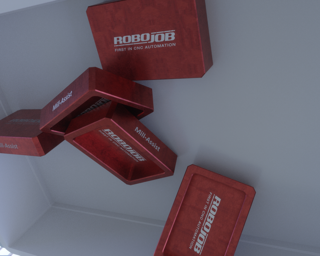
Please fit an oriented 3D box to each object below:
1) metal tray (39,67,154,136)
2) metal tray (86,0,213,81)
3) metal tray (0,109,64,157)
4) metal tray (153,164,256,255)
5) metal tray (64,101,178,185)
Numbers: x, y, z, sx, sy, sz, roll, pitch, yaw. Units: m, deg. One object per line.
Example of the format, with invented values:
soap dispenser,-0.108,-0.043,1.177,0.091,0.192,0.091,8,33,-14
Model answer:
metal tray,-0.082,-0.022,0.394,0.091,0.030,0.130,16,149,-40
metal tray,-0.012,-0.101,0.349,0.130,0.030,0.089,2,119,27
metal tray,-0.199,0.004,0.473,0.130,0.090,0.030,1,119,27
metal tray,0.058,0.122,0.398,0.090,0.030,0.130,20,83,16
metal tray,-0.050,0.026,0.417,0.090,0.030,0.130,-20,131,35
